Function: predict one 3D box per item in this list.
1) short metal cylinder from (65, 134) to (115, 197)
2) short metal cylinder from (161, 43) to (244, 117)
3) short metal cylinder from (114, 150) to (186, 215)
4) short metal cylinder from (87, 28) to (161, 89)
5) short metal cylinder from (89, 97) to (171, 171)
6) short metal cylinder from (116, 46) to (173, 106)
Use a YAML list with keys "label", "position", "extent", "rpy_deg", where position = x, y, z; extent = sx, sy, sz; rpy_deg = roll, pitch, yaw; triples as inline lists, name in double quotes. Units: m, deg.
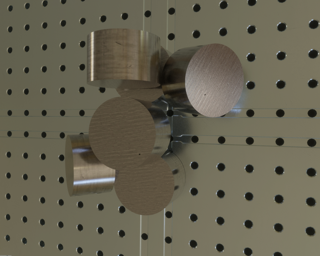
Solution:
- label: "short metal cylinder"
  position: [-0.095, 0.048, 0.411]
  extent: [0.050, 0.080, 0.080]
  rpy_deg: [-2, 89, -24]
- label: "short metal cylinder"
  position: [0.049, -0.055, 0.359]
  extent: [0.050, 0.081, 0.079]
  rpy_deg: [16, 97, 60]
- label: "short metal cylinder"
  position: [-0.012, 0.067, 0.403]
  extent: [0.080, 0.050, 0.079]
  rpy_deg: [0, 91, 19]
- label: "short metal cylinder"
  position: [-0.040, -0.073, 0.343]
  extent: [0.080, 0.080, 0.050]
  rpy_deg: [1, 90, 20]
- label: "short metal cylinder"
  position: [-0.033, 0.006, 0.357]
  extent: [0.080, 0.050, 0.079]
  rpy_deg: [0, 90, 20]
- label: "short metal cylinder"
  position: [-0.015, -0.069, 0.404]
  extent: [0.080, 0.050, 0.079]
  rpy_deg: [0, 91, 20]
